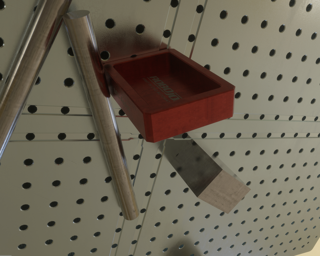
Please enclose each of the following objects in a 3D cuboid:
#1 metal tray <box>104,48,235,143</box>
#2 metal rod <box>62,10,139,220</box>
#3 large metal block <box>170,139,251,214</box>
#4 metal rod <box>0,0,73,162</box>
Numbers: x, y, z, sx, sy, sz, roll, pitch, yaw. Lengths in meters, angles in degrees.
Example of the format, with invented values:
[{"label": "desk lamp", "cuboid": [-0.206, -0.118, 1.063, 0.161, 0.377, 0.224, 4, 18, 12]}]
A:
[{"label": "metal tray", "cuboid": [0.003, -0.041, 0.319, 0.091, 0.130, 0.030, -18, 126, -18]}, {"label": "metal rod", "cuboid": [-0.060, 0.012, 0.375, 0.025, 0.025, 0.298, -21, 130, -16]}, {"label": "large metal block", "cuboid": [0.074, 0.071, 0.460, 0.050, 0.080, 0.080, -50, 129, 7]}, {"label": "metal rod", "cuboid": [-0.157, -0.013, 0.317, 0.025, 0.025, 0.298, 20, 108, -36]}]
